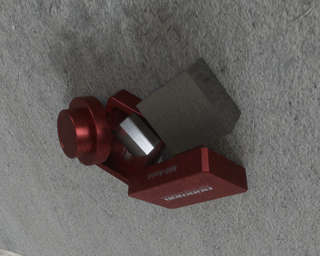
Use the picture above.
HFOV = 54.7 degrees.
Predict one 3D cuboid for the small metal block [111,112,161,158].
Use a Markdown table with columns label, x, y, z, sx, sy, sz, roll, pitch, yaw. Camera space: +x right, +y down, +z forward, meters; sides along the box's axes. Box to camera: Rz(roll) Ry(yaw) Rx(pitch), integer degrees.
| label | x | y | z | sx | sy | sz | roll | pitch | yaw |
| --- | --- | --- | --- | --- | --- | --- | --- | --- | --- |
| small metal block | -0.034 | 0.010 | 0.403 | 0.050 | 0.025 | 0.050 | 48 | 157 | -9 |

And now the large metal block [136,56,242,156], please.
| label | x | y | z | sx | sy | sz | roll | pitch | yaw |
| --- | --- | --- | --- | --- | --- | --- | --- | --- | --- |
| large metal block | 0.034 | -0.022 | 0.361 | 0.080 | 0.050 | 0.080 | -30 | 102 | 38 |

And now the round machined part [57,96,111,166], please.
| label | x | y | z | sx | sy | sz | roll | pitch | yaw |
| --- | --- | --- | --- | --- | --- | --- | --- | --- | --- |
| round machined part | -0.111 | 0.006 | 0.432 | 0.098 | 0.042 | 0.097 | 17 | 112 | 49 |

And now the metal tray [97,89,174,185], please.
| label | x | y | z | sx | sy | sz | roll | pitch | yaw |
| --- | --- | --- | --- | --- | --- | --- | --- | --- | --- |
| metal tray | -0.041 | 0.021 | 0.439 | 0.090 | 0.030 | 0.129 | 30 | 128 | 8 |

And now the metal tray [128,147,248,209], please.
| label | x | y | z | sx | sy | sz | roll | pitch | yaw |
| --- | --- | --- | --- | --- | --- | --- | --- | --- | --- |
| metal tray | 0.033 | 0.070 | 0.401 | 0.130 | 0.030 | 0.090 | -25 | 141 | 37 |
